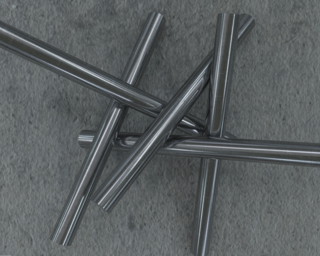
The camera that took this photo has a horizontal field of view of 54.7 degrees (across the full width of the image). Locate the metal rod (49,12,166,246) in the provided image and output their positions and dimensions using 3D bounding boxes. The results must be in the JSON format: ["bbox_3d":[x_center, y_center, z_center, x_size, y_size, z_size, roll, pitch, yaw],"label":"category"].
[{"bbox_3d":[-0.057,-0.010,0.375,0.025,0.025,0.299,21,76,-1],"label":"metal rod"}]

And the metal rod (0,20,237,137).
[{"bbox_3d":[-0.034,-0.037,0.359,0.302,0.025,0.025,24,90,-21],"label":"metal rod"}]

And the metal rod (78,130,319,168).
[{"bbox_3d":[0.040,0.022,0.357,0.301,0.025,0.025,3,90,21],"label":"metal rod"}]

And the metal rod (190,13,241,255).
[{"bbox_3d":[0.064,0.020,0.376,0.025,0.025,0.298,5,104,-1],"label":"metal rod"}]

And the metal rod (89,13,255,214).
[{"bbox_3d":[0.028,-0.032,0.359,0.025,0.025,0.301,39,69,0],"label":"metal rod"}]
